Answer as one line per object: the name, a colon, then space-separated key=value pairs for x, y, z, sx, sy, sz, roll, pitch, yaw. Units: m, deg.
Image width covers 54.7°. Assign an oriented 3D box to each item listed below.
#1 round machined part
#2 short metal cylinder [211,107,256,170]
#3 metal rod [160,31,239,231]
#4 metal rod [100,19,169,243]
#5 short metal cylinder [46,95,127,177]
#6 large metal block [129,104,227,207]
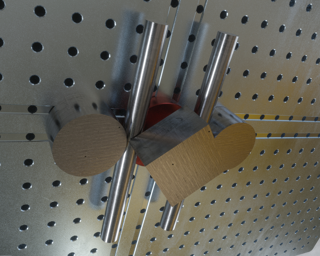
round machined part: x=0.000 y=0.012 z=0.408 sx=0.099 sy=0.042 sz=0.097 roll=-14 pitch=124 yaw=-21
short metal cylinder: x=0.091 y=0.016 z=0.453 sx=0.081 sy=0.050 sz=0.079 roll=-14 pitch=124 yaw=-21
metal rod: x=0.046 y=0.021 z=0.422 sx=0.025 sy=0.025 sz=0.298 roll=0 pitch=119 yaw=-29
metal rod: x=-0.037 y=0.023 z=0.377 sx=0.025 sy=0.025 sz=0.298 roll=0 pitch=118 yaw=-29
short metal cylinder: x=-0.085 y=0.008 z=0.354 sx=0.081 sy=0.050 sz=0.079 roll=-14 pitch=124 yaw=-21
large metal block: x=0.023 y=0.033 z=0.366 sx=0.080 sy=0.050 sz=0.080 roll=-33 pitch=129 yaw=-7
